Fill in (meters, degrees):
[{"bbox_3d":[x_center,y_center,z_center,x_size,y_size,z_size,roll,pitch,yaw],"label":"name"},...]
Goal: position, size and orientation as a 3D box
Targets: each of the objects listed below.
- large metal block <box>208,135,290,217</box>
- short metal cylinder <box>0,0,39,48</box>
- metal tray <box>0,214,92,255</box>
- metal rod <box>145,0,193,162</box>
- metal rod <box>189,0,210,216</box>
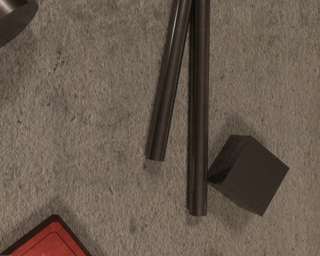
[{"bbox_3d":[0.123,0.066,0.443,0.080,0.050,0.080,38,78,-17],"label":"large metal block"},{"bbox_3d":[-0.174,-0.120,0.315,0.080,0.080,0.050,-47,105,-14],"label":"short metal cylinder"},{"bbox_3d":[-0.120,0.180,0.362,0.090,0.030,0.130,-37,102,-16],"label":"metal tray"},{"bbox_3d":[0.020,-0.104,0.417,0.025,0.025,0.298,12,86,-20],"label":"metal rod"},{"bbox_3d":[0.055,-0.030,0.430,0.025,0.025,0.298,1,90,-20],"label":"metal rod"}]
